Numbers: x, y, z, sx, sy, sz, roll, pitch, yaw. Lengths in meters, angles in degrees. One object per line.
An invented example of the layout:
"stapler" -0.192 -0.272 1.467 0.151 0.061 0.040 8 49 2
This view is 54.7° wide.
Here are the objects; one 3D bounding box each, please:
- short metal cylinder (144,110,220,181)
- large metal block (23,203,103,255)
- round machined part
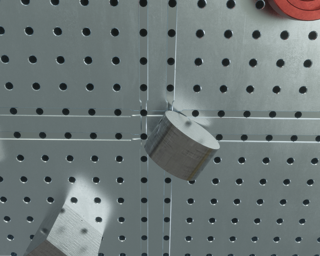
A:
"short metal cylinder" 0.028 0.021 0.392 0.080 0.080 0.050 30 107 -11
"large metal block" -0.136 0.170 0.446 0.050 0.080 0.080 -40 106 13
"round machined part" 0.163 -0.170 0.343 0.099 0.042 0.097 0 110 0
